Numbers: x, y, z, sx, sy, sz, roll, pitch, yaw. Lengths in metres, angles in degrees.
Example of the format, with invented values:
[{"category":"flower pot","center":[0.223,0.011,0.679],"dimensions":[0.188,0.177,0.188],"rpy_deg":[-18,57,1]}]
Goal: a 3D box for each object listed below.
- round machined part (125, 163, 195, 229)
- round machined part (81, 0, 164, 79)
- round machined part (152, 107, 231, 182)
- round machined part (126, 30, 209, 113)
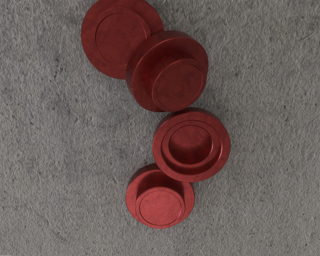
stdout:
[{"category":"round machined part","center":[0.000,0.102,0.438],"dimensions":[0.099,0.042,0.097],"rpy_deg":[0,110,0]},{"category":"round machined part","center":[-0.043,-0.105,0.362],"dimensions":[0.099,0.042,0.097],"rpy_deg":[0,110,0]},{"category":"round machined part","center":[0.039,0.019,0.408],"dimensions":[0.099,0.042,0.097],"rpy_deg":[0,110,0]},{"category":"round machined part","center":[0.014,-0.057,0.356],"dimensions":[0.099,0.042,0.097],"rpy_deg":[-17,134,-18]}]
